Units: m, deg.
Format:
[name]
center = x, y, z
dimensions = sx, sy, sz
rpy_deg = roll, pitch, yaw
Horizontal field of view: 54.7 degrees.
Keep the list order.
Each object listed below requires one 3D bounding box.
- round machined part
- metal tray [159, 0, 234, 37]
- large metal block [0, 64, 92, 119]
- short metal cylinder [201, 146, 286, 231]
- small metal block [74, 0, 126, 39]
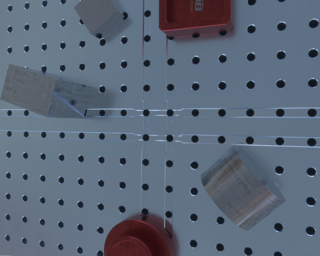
[round machined part]
center = -0.033, 0.172, 0.415
dimensions = 0.098, 0.042, 0.097
rpy_deg = 0, 90, 20
[metal tray]
center = 0.046, -0.187, 0.393
dimensions = 0.090, 0.030, 0.129
rpy_deg = 0, 90, 20
[large metal block]
center = -0.158, -0.050, 0.439
dimensions = 0.080, 0.080, 0.050
rpy_deg = 19, 97, 19
[short metal cylinder]
center = 0.093, 0.067, 0.351
dimensions = 0.050, 0.080, 0.080
rpy_deg = -45, 76, 14
[small metal block]
center = -0.086, -0.166, 0.443
dimensions = 0.050, 0.025, 0.050
rpy_deg = -36, 79, 16
